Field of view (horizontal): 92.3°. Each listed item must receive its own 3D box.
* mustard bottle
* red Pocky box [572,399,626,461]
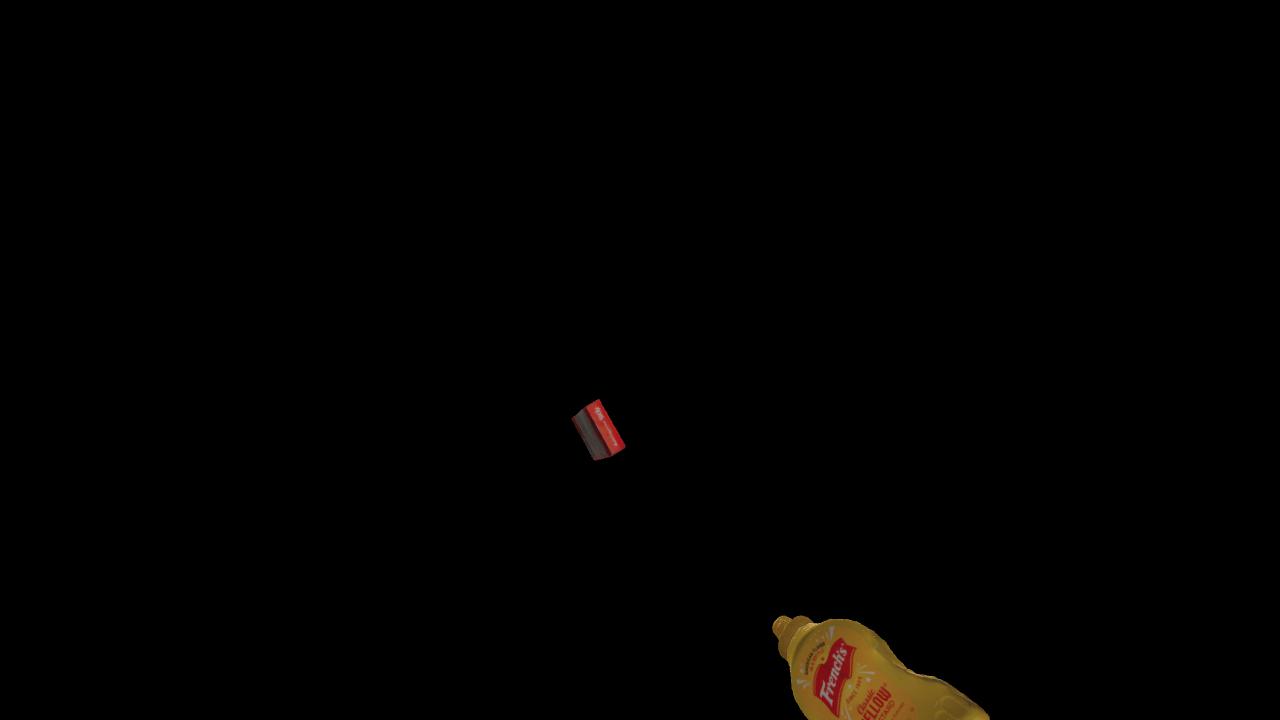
[{"bbox_3d":[0.173,0.263,0.497,0.054,0.092,0.184,30,-4,-30],"label":"mustard bottle"},{"bbox_3d":[-0.067,0.111,0.952,0.028,0.083,0.155,-27,-4,-18],"label":"red Pocky box"}]
